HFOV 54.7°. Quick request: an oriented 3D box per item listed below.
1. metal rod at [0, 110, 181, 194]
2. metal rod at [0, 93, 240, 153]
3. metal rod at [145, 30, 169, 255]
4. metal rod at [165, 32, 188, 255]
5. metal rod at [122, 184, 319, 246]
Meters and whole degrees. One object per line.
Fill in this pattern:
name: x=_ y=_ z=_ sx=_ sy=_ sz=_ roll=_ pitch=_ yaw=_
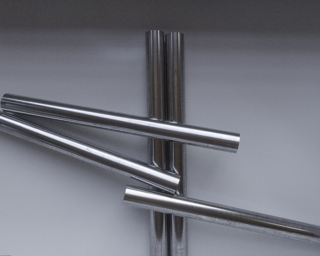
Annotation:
metal rod: x=-0.120 y=0.021 z=0.396 sx=0.301 sy=0.025 sz=0.025 roll=19 pitch=90 yaw=5
metal rod: x=-0.054 y=-0.008 z=0.390 sx=0.302 sy=0.025 sz=0.025 roll=10 pitch=90 yaw=6
metal rod: x=-0.004 y=0.024 z=0.408 sx=0.025 sy=0.025 sz=0.298 roll=-1 pitch=90 yaw=-1
metal rod: x=0.022 y=0.026 z=0.409 sx=0.025 sy=0.025 sz=0.298 roll=-1 pitch=90 yaw=-1
metal rod: x=0.103 y=0.116 z=0.394 sx=0.302 sy=0.025 sz=0.025 roll=13 pitch=90 yaw=-6
